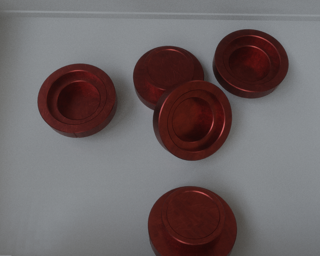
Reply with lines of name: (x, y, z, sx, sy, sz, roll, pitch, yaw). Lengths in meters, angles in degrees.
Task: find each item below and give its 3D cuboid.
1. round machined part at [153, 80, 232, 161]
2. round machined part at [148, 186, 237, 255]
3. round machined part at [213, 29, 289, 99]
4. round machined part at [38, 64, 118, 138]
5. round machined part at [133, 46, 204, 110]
round machined part: (0.037, -0.012, 0.388, 0.099, 0.042, 0.097, -4, 102, -21)
round machined part: (0.036, 0.105, 0.343, 0.099, 0.042, 0.098, -1, 46, 1)
round machined part: (0.122, -0.085, 0.432, 0.099, 0.042, 0.098, 0, 70, 0)
round machined part: (-0.106, -0.033, 0.412, 0.099, 0.042, 0.098, 0, 70, 0)
round machined part: (0.012, -0.073, 0.427, 0.099, 0.042, 0.098, 0, 70, 0)
